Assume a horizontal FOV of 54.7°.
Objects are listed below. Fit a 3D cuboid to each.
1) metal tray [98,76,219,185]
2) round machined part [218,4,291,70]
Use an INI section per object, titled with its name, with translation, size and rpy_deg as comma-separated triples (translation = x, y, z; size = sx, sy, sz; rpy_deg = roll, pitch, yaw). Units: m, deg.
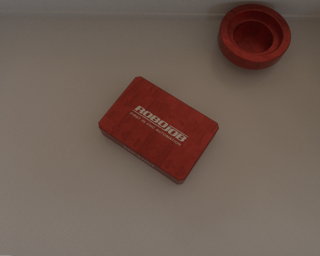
[metal tray]
translation = -0.002, 0.001, 0.407
size = 0.130, 0.030, 0.090
rpy_deg = 33, 73, 11
[round machined part]
translation = 0.132, -0.127, 0.449
size = 0.099, 0.042, 0.098
rpy_deg = 0, 70, -1
